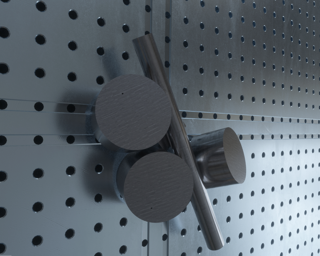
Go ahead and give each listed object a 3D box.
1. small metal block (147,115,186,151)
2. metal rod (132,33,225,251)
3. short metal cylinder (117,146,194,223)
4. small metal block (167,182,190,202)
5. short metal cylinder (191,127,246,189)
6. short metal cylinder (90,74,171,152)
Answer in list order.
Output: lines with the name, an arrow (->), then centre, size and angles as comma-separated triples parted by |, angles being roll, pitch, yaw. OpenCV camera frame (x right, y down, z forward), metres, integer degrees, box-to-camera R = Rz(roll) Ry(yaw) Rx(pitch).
small metal block -> 0.000, -0.004, 0.405 | 0.050, 0.025, 0.050 | -51, 120, -28
metal rod -> 0.029, 0.029, 0.396 | 0.025, 0.025, 0.298 | -32, 110, -35
short metal cylinder -> -0.008, 0.064, 0.365 | 0.081, 0.050, 0.079 | -1, 94, -17
small metal block -> 0.029, 0.073, 0.429 | 0.050, 0.025, 0.050 | -48, 119, -29
short metal cylinder -> 0.084, 0.044, 0.442 | 0.080, 0.050, 0.080 | 33, 49, -48
short metal cylinder -> -0.034, -0.014, 0.342 | 0.081, 0.050, 0.080 | 3, 81, -19
